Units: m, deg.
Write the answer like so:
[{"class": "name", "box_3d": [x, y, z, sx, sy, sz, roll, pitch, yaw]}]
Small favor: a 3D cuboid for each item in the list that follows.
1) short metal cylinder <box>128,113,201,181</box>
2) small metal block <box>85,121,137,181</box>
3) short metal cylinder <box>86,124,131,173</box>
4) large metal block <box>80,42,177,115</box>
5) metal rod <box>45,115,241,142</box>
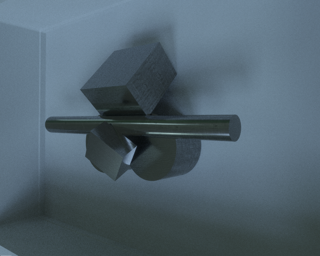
[{"class": "short metal cylinder", "box_3d": [0.003, 0.022, 0.385, 0.080, 0.050, 0.079, 0, 90, 39]}, {"class": "small metal block", "box_3d": [-0.060, 0.028, 0.373, 0.050, 0.025, 0.050, 37, 136, 13]}, {"class": "short metal cylinder", "box_3d": [-0.059, 0.021, 0.435, 0.080, 0.050, 0.079, 0, 90, 39]}, {"class": "large metal block", "box_3d": [-0.038, -0.059, 0.391, 0.080, 0.050, 0.080, 1, 48, 39]}, {"class": "metal rod", "box_3d": [-0.048, -0.003, 0.377, 0.300, 0.025, 0.025, 1, 91, 39]}]
